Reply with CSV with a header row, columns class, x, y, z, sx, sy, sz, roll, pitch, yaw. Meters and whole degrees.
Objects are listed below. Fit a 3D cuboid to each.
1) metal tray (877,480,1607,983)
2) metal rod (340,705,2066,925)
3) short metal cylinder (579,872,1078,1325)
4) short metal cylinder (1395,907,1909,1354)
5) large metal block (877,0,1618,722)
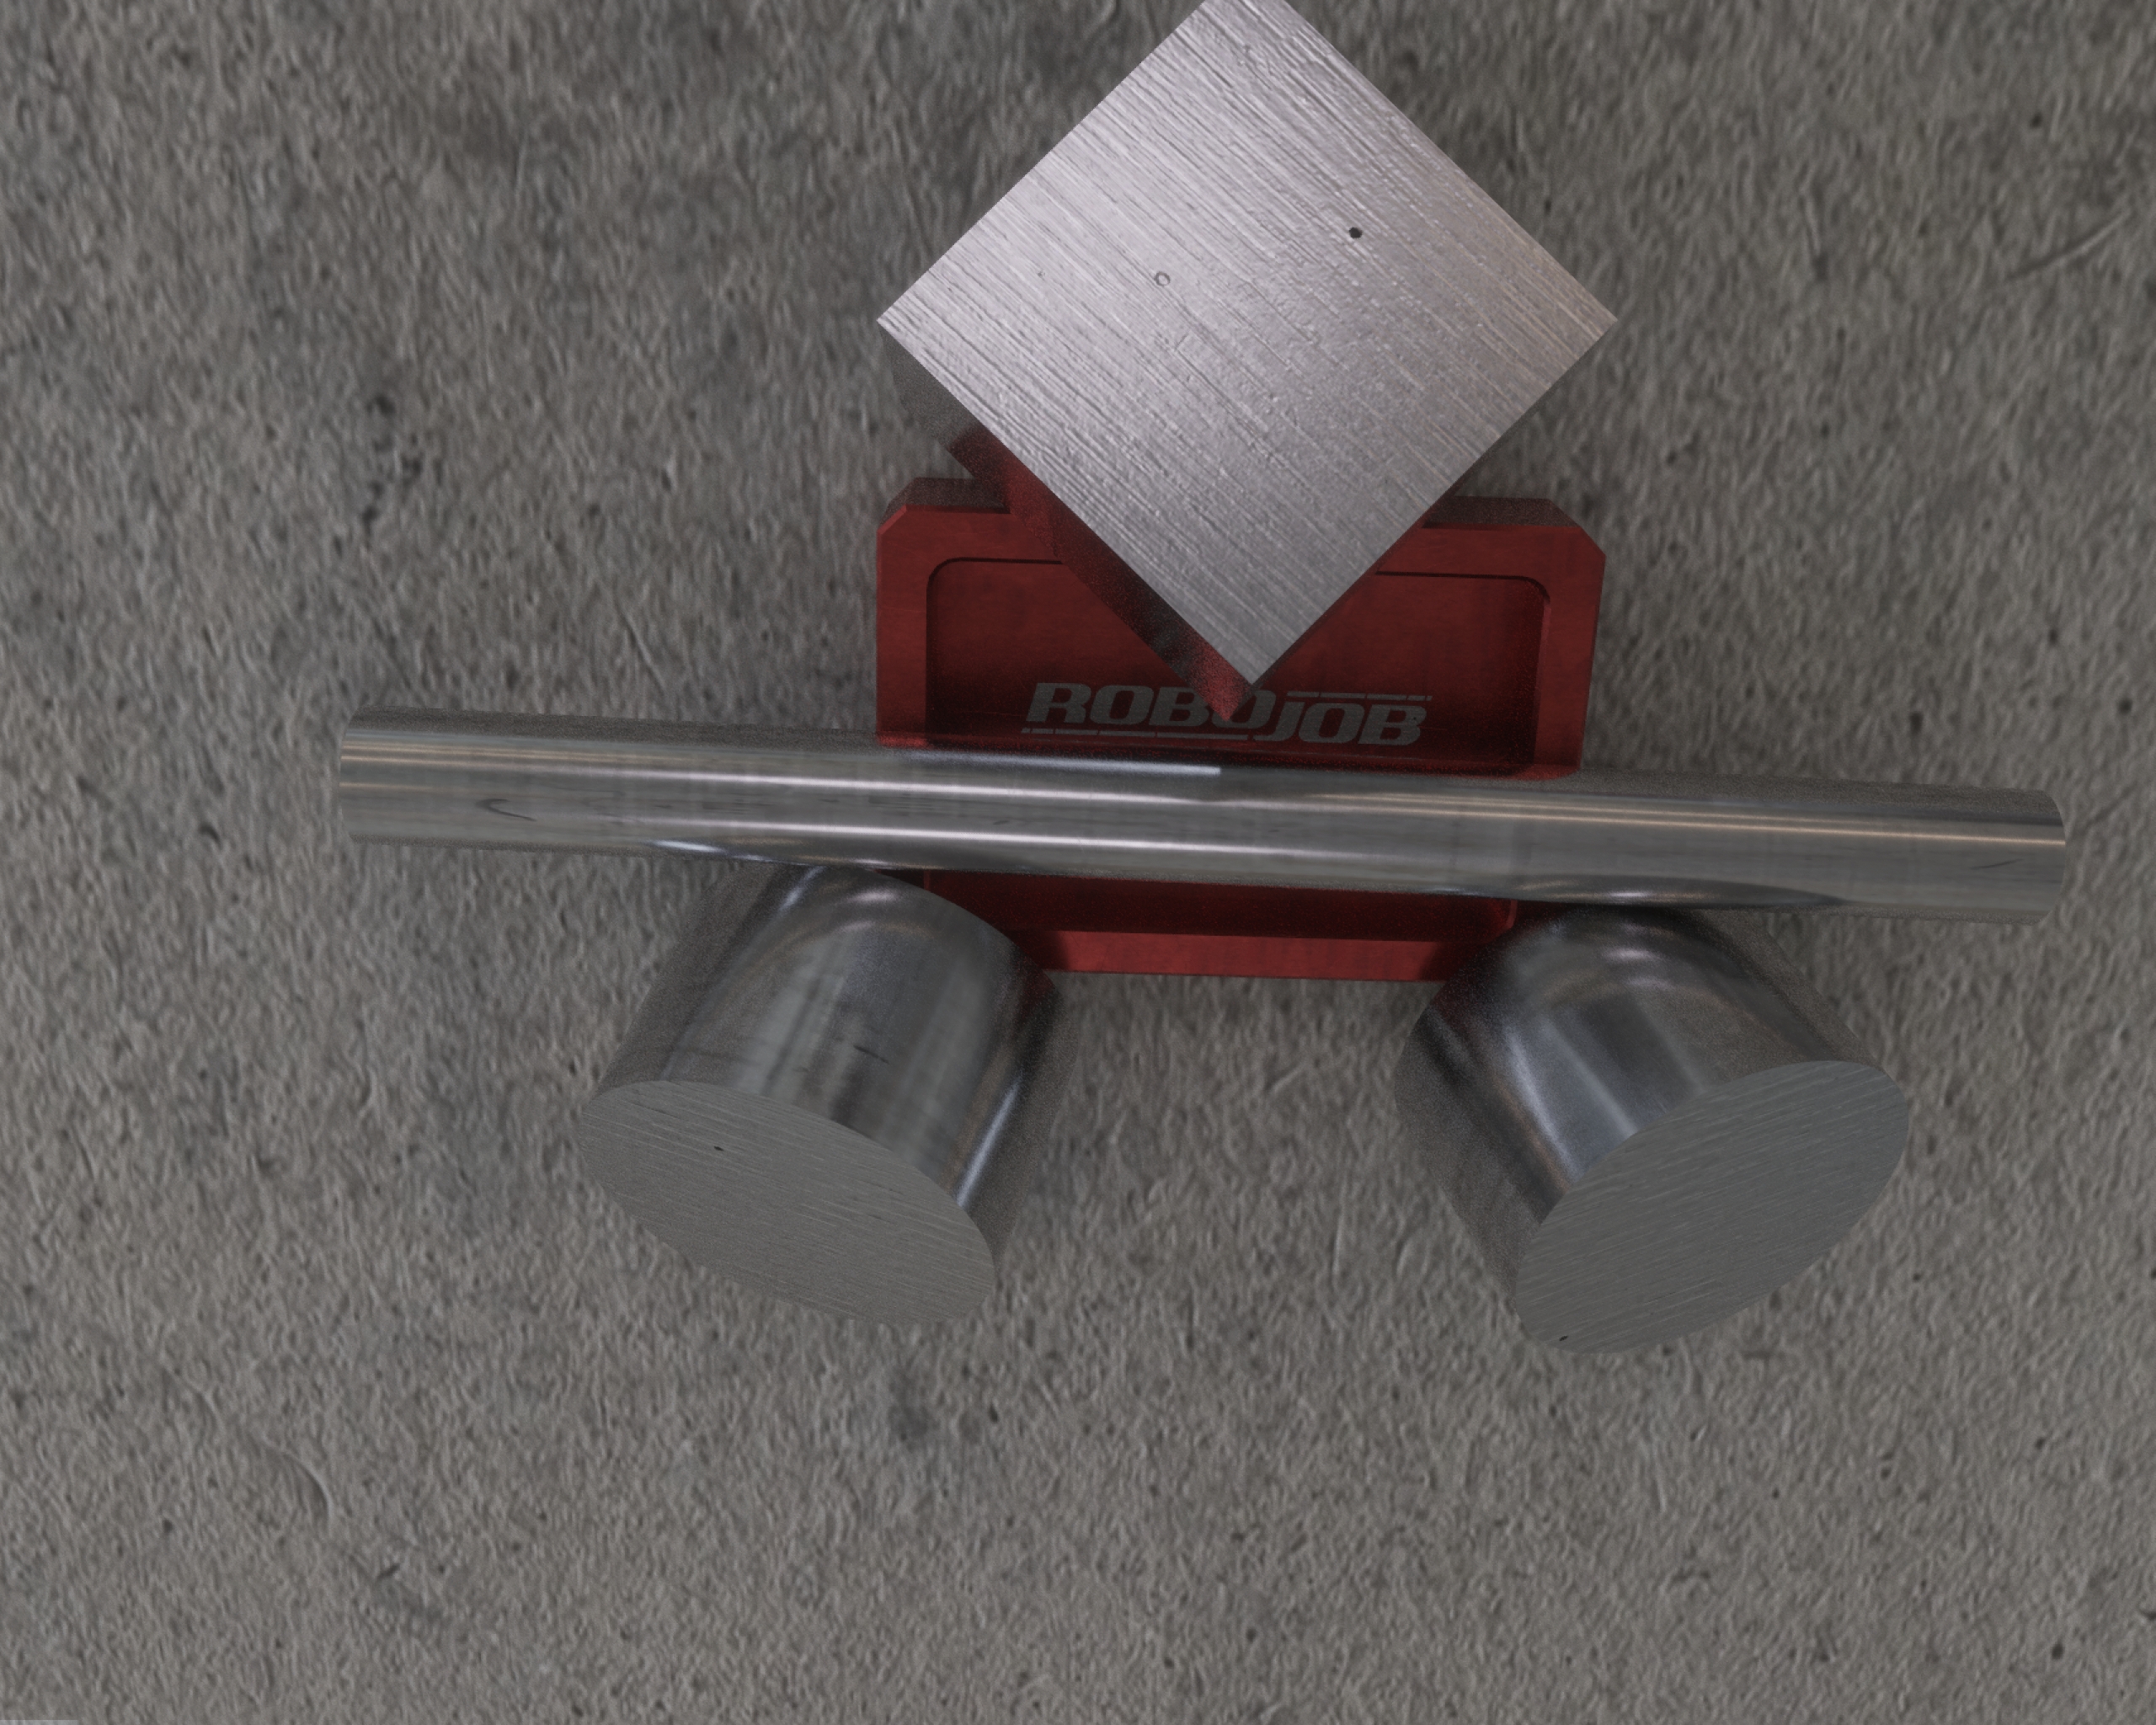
class,x,y,z,sx,sy,sz,roll,pitch,yaw
metal tray,0.028,-0.025,0.400,0.131,0.030,0.089,2,110,-1
metal rod,0.023,-0.008,0.376,0.302,0.025,0.025,3,110,-2
short metal cylinder,-0.046,0.045,0.394,0.080,0.050,0.080,13,143,11
short metal cylinder,0.108,0.049,0.399,0.081,0.050,0.079,-14,135,-14
large metal block,0.026,-0.082,0.345,0.080,0.050,0.080,45,87,2
